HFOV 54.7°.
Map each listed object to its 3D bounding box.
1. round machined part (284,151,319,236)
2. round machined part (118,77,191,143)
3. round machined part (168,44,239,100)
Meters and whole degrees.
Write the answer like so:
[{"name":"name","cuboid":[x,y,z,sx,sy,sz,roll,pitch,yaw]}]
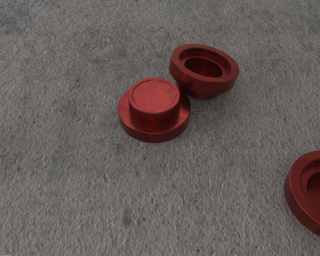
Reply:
[{"name":"round machined part","cuboid":[0.182,0.075,0.330,0.099,0.042,0.098,0,50,0]},{"name":"round machined part","cuboid":[-0.008,-0.031,0.418,0.099,0.042,0.098,0,50,0]},{"name":"round machined part","cuboid":[0.061,-0.079,0.450,0.099,0.042,0.098,8,43,-7]}]
